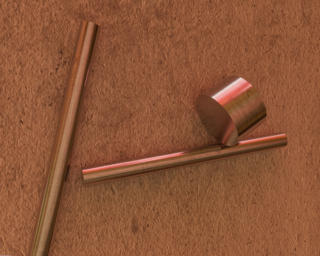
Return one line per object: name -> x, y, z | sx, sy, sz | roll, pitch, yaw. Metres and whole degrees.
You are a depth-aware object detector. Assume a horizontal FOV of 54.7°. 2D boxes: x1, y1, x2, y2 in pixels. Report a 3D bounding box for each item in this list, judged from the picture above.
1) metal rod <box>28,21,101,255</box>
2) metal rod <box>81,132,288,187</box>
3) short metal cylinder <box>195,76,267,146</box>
metal rod -> -0.114, 0.021, 0.366 | 0.025, 0.025, 0.298 | 13, 86, -20
metal rod -> 0.047, 0.039, 0.426 | 0.303, 0.025, 0.025 | -8, 93, -20
short metal cylinder -> 0.093, -0.023, 0.414 | 0.050, 0.080, 0.080 | -34, 101, -17
